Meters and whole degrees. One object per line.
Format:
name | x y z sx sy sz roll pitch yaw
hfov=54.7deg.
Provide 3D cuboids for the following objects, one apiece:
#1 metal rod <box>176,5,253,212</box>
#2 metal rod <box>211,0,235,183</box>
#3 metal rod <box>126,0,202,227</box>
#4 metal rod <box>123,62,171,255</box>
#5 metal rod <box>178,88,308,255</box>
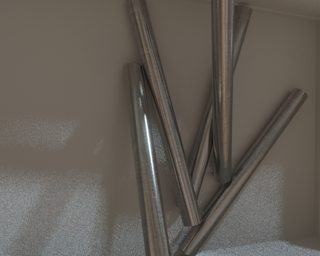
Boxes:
metal rod | 0.079 -0.032 0.439 0.025 0.025 0.299 20 83 -19
metal rod | 0.076 -0.058 0.374 0.025 0.025 0.298 -17 121 -19
metal rod | 0.005 -0.023 0.398 0.025 0.025 0.298 -14 90 -20
metal rod | -0.013 0.058 0.340 0.025 0.025 0.299 0 65 -20
metal rod | 0.129 0.058 0.457 0.025 0.025 0.300 44 76 -15
